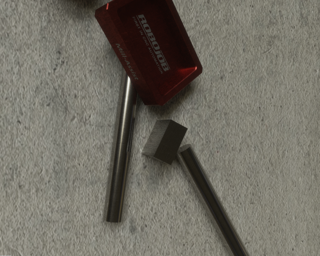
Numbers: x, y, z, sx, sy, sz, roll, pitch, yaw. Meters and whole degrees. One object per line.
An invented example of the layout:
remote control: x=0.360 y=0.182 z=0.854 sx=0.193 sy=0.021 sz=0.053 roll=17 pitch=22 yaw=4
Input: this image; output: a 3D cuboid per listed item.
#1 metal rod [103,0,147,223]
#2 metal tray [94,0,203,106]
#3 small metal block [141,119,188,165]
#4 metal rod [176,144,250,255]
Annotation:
metal rod: x=-0.041 y=-0.033 z=0.394 sx=0.025 sy=0.025 sz=0.298 roll=8 pitch=87 yaw=-20
metal tray: x=-0.008 y=-0.103 z=0.380 sx=0.090 sy=0.030 sz=0.130 roll=-42 pitch=116 yaw=-28
small metal block: x=0.005 y=0.017 z=0.399 sx=0.025 sy=0.050 sz=0.050 roll=28 pitch=81 yaw=-18
metal rod: x=0.101 y=0.157 z=0.448 sx=0.025 sy=0.025 sz=0.299 roll=-32 pitch=101 yaw=-17
